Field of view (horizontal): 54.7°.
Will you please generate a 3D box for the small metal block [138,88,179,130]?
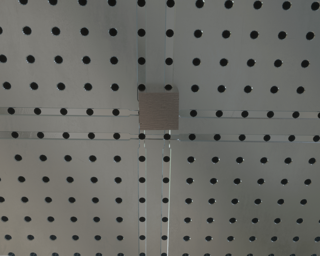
[{"bbox_3d":[-0.001,-0.025,0.404,0.050,0.025,0.050,-1,110,0],"label":"small metal block"}]
